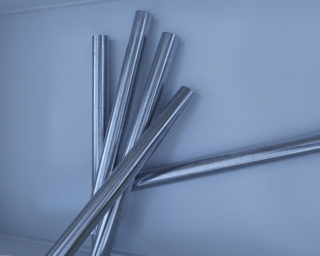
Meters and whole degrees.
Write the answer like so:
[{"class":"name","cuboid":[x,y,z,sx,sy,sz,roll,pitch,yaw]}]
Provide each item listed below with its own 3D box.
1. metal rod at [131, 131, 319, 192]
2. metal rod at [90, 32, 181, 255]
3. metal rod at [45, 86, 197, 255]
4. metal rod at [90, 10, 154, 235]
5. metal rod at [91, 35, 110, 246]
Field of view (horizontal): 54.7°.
[{"class":"metal rod","cuboid":[0.078,0.044,0.382,0.301,0.025,0.025,-15,85,19]},{"class":"metal rod","cuboid":[-0.031,0.022,0.400,0.025,0.025,0.299,17,88,19]},{"class":"metal rod","cuboid":[-0.054,0.069,0.364,0.025,0.025,0.300,35,76,16]},{"class":"metal rod","cuboid":[-0.055,-0.008,0.414,0.025,0.025,0.298,13,89,19]},{"class":"metal rod","cuboid":[-0.084,0.021,0.438,0.025,0.025,0.298,0,90,19]}]
